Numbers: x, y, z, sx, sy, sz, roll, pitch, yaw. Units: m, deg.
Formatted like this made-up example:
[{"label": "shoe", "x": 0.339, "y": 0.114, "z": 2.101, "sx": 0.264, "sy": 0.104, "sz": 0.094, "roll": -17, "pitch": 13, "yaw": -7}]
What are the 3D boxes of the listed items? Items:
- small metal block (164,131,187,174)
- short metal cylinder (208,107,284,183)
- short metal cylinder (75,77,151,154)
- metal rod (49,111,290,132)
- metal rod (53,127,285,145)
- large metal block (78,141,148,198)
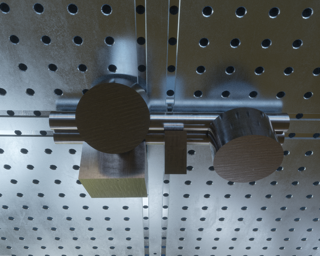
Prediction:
[{"label": "small metal block", "x": 0.018, "y": 0.029, "z": 0.378, "sx": 0.025, "sy": 0.050, "sz": 0.050, "roll": 0, "pitch": 88, "yaw": -1}, {"label": "short metal cylinder", "x": 0.102, "y": 0.022, "z": 0.377, "sx": 0.081, "sy": 0.050, "sz": 0.079, "roll": 0, "pitch": 130, "yaw": 0}, {"label": "short metal cylinder", "x": -0.051, "y": -0.016, "z": 0.358, "sx": 0.081, "sy": 0.050, "sz": 0.079, "roll": 0, "pitch": 106, "yaw": -1}, {"label": "metal rod", "x": 0.013, "y": -0.009, "z": 0.400, "sx": 0.302, "sy": 0.025, "sz": 0.025, "roll": 0, "pitch": 130, "yaw": -1}, {"label": "metal rod", "x": 0.013, "y": 0.010, "z": 0.416, "sx": 0.302, "sy": 0.025, "sz": 0.025, "roll": 0, "pitch": 130, "yaw": -1}, {"label": "large metal block", "x": -0.059, "y": 0.059, "z": 0.422, "sx": 0.081, "sy": 0.050, "sz": 0.080, "roll": -1, "pitch": 150, "yaw": 0}]
